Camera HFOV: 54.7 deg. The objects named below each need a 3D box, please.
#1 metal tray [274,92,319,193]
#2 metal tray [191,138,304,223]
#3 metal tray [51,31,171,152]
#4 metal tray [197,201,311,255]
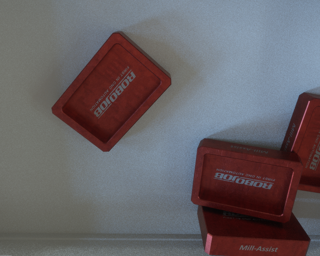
[{"bbox_3d":[0.218,0.024,0.420,0.091,0.030,0.129,10,110,-4],"label":"metal tray"},{"bbox_3d":[0.113,0.070,0.417,0.131,0.030,0.089,9,111,13],"label":"metal tray"},{"bbox_3d":[-0.060,-0.044,0.391,0.090,0.030,0.130,40,105,-14],"label":"metal tray"},{"bbox_3d":[0.123,0.135,0.428,0.131,0.090,0.030,4,110,-2],"label":"metal tray"}]
